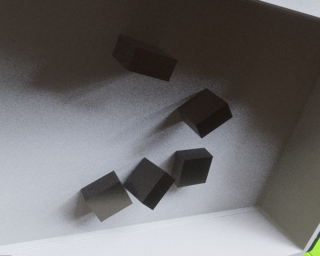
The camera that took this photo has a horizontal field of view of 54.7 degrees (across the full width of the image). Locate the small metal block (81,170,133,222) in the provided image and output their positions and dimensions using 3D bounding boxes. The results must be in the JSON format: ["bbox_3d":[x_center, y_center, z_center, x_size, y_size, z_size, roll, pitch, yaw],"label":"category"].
[{"bbox_3d":[-0.073,0.094,0.427,0.050,0.025,0.050,-29,128,-10],"label":"small metal block"}]

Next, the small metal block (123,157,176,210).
[{"bbox_3d":[-0.016,0.075,0.424,0.050,0.050,0.025,-52,130,-9],"label":"small metal block"}]

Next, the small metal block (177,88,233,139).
[{"bbox_3d":[0.059,-0.021,0.412,0.050,0.050,0.025,-34,129,-6],"label":"small metal block"}]

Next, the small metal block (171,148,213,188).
[{"bbox_3d":[0.048,0.060,0.472,0.050,0.025,0.050,-4,120,-27],"label":"small metal block"}]

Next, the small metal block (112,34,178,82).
[{"bbox_3d":[-0.017,-0.076,0.336,0.050,0.050,0.025,10,113,-33],"label":"small metal block"}]
